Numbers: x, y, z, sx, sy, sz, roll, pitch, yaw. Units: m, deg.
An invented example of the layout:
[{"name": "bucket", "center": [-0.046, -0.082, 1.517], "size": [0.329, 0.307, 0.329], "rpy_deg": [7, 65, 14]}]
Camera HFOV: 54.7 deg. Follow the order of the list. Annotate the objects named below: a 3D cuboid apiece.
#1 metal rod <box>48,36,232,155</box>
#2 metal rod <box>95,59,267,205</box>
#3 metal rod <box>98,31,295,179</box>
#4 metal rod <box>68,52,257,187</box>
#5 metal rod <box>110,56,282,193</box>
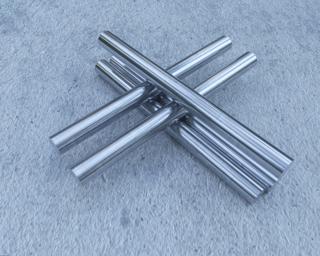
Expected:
[{"name": "metal rod", "center": [-0.009, -0.056, 0.419], "size": [0.302, 0.025, 0.025], "rpy_deg": [-35, 58, -26]}, {"name": "metal rod", "center": [0.009, -0.010, 0.413], "size": [0.025, 0.025, 0.300], "rpy_deg": [-35, 58, -26]}, {"name": "metal rod", "center": [0.024, -0.044, 0.376], "size": [0.025, 0.025, 0.300], "rpy_deg": [-35, 59, -26]}, {"name": "metal rod", "center": [0.022, -0.025, 0.393], "size": [0.302, 0.025, 0.025], "rpy_deg": [-35, 58, -26]}, {"name": "metal rod", "center": [0.030, -0.021, 0.423], "size": [0.025, 0.025, 0.300], "rpy_deg": [-35, 58, -26]}]
